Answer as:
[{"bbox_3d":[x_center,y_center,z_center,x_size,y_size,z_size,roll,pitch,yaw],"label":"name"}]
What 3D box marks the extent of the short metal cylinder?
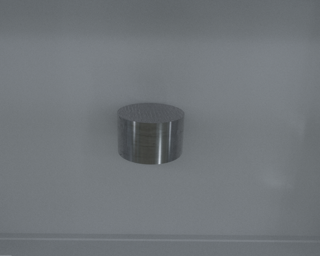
[{"bbox_3d":[-0.011,0.004,0.380,0.080,0.080,0.050,2,110,-1],"label":"short metal cylinder"}]
